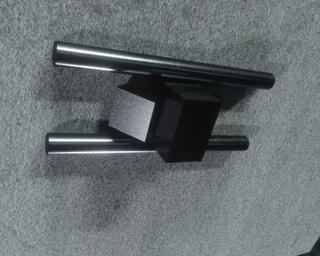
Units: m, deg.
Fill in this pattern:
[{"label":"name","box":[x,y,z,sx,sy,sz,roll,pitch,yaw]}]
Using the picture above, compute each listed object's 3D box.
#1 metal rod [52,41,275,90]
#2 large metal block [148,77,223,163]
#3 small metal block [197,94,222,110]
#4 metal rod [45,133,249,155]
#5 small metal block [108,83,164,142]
[{"label":"metal rod","box":[0.027,-0.071,0.381,0.303,0.025,0.025,1,118,-29]},{"label":"large metal block","box":[0.021,-0.014,0.380,0.050,0.080,0.079,1,118,-29]},{"label":"small metal block","box":[0.062,-0.016,0.416,0.025,0.050,0.050,19,114,9]},{"label":"metal rod","box":[0.004,0.021,0.425,0.303,0.025,0.025,2,118,-30]},{"label":"small metal block","box":[-0.028,-0.019,0.365,0.025,0.050,0.050,-36,146,-60]}]
